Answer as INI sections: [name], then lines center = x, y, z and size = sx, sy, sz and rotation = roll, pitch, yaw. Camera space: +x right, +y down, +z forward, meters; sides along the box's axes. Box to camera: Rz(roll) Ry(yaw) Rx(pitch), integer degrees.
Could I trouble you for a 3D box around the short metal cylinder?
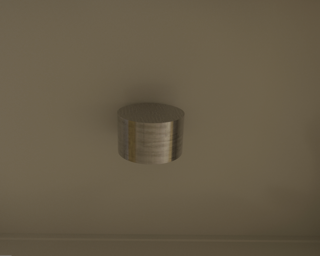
[short metal cylinder]
center = -0.011, 0.004, 0.380
size = 0.080, 0.080, 0.050
rotation = 2, 110, -1
